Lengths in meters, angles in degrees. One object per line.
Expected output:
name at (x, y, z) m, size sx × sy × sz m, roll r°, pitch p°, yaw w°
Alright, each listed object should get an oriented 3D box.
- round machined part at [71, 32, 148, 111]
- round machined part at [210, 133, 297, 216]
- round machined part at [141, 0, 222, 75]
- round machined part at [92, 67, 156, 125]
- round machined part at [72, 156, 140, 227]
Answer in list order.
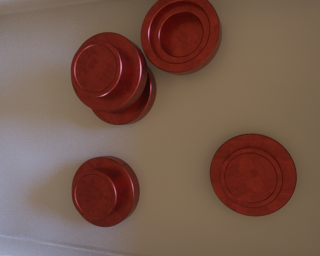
round machined part at (-0.069, -0.069, 0.380) m, size 0.098 × 0.042 × 0.097 m, roll 0°, pitch 90°, yaw 19°
round machined part at (0.107, 0.055, 0.363) m, size 0.098 × 0.042 × 0.097 m, roll 0°, pitch 90°, yaw 19°
round machined part at (0.029, -0.115, 0.391) m, size 0.098 × 0.042 × 0.097 m, roll 0°, pitch 90°, yaw 19°
round machined part at (-0.058, -0.053, 0.421) m, size 0.098 × 0.042 × 0.097 m, roll 0°, pitch 90°, yaw 19°
round machined part at (-0.081, 0.089, 0.429) m, size 0.098 × 0.042 × 0.097 m, roll 0°, pitch 90°, yaw 19°
